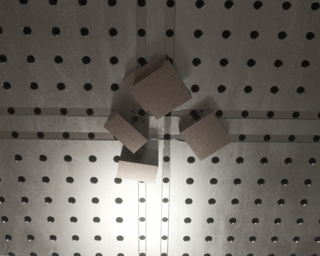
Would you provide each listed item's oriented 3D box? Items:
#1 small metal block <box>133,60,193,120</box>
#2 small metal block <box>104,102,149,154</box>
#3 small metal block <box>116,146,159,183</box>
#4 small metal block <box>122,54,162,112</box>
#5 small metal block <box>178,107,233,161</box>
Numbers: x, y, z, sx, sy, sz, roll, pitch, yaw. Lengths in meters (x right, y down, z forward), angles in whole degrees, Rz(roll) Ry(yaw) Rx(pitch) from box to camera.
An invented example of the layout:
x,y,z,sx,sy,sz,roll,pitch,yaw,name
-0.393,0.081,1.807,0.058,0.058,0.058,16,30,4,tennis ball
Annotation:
x,y,z,sx,sy,sz,roll,pitch,yaw,name
0.003,-0.046,0.370,0.050,0.025,0.050,-32,108,10,small metal block
-0.041,-0.002,0.399,0.025,0.050,0.050,-43,105,14,small metal block
-0.029,0.047,0.417,0.050,0.050,0.025,9,110,-4,small metal block
-0.011,-0.057,0.392,0.050,0.025,0.050,-32,107,10,small metal block
0.061,0.008,0.417,0.050,0.025,0.050,-34,107,11,small metal block
